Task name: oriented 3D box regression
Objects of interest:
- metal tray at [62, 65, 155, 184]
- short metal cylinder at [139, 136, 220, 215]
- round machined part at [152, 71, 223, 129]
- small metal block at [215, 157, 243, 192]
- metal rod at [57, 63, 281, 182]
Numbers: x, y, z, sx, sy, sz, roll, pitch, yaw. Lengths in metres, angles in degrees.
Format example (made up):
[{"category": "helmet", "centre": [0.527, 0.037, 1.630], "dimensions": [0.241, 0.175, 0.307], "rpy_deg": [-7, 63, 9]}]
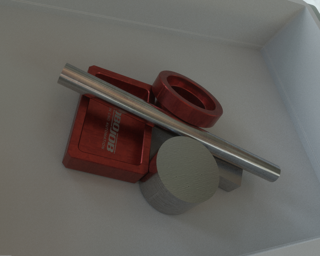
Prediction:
[{"category": "metal tray", "centre": [-0.056, -0.007, 0.374], "dimensions": [0.091, 0.030, 0.130], "rpy_deg": [17, 55, -19]}, {"category": "short metal cylinder", "centre": [0.022, 0.056, 0.366], "dimensions": [0.081, 0.050, 0.080], "rpy_deg": [14, 56, -21]}, {"category": "round machined part", "centre": [0.031, -0.032, 0.415], "dimensions": [0.098, 0.042, 0.098], "rpy_deg": [26, 27, -14]}, {"category": "small metal block", "centre": [0.084, 0.051, 0.419], "dimensions": [0.050, 0.025, 0.050], "rpy_deg": [28, 52, -11]}, {"category": "metal rod", "centre": [0.024, 0.001, 0.380], "dimensions": [0.302, 0.025, 0.025], "rpy_deg": [25, 53, -16]}]
